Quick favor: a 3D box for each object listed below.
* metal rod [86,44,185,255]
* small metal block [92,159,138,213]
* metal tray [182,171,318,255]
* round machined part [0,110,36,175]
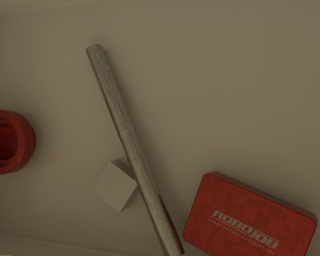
[{"bbox_3d":[-0.037,0.022,0.411,0.025,0.025,0.299,-27,77,18],"label":"metal rod"},{"bbox_3d":[-0.057,0.079,0.430,0.050,0.025,0.050,35,101,16],"label":"small metal block"},{"bbox_3d":[0.100,0.116,0.360,0.130,0.030,0.089,22,97,28],"label":"metal tray"},{"bbox_3d":[-0.235,0.021,0.482,0.098,0.042,0.097,0,90,19],"label":"round machined part"}]
